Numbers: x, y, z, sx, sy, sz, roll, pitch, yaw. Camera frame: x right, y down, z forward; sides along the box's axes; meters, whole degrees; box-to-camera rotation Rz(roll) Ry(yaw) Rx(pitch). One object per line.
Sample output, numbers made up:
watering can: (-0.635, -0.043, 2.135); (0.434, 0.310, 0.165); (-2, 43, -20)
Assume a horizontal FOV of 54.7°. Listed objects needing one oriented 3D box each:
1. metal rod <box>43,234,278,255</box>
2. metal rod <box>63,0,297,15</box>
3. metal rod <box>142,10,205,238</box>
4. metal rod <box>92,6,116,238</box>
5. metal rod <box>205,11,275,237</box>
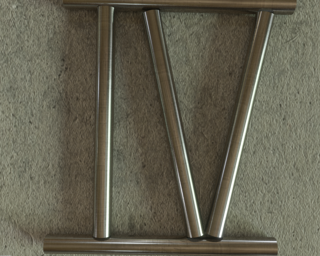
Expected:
metal rod: (0.001, 0.155, 0.410); (0.302, 0.025, 0.025); (1, 90, -1)
metal rod: (0.026, -0.167, 0.411); (0.302, 0.025, 0.025); (1, 90, -1)
metal rod: (0.018, -0.006, 0.410); (0.025, 0.025, 0.298); (-11, 90, 0)
metal rod: (-0.074, -0.008, 0.409); (0.025, 0.025, 0.298); (1, 90, -1)
metal rod: (0.106, -0.005, 0.412); (0.025, 0.025, 0.298); (13, 90, -1)
